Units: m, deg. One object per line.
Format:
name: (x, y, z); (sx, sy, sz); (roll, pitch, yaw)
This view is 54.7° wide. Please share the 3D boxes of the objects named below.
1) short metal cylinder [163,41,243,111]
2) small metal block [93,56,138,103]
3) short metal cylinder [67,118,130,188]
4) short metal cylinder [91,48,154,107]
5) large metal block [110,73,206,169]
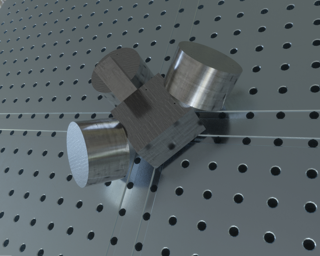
short metal cylinder: (0.050, -0.063, 0.371); (0.080, 0.081, 0.050); (51, 130, 39)
small metal block: (-0.053, -0.061, 0.389); (0.025, 0.050, 0.050); (-39, 7, 4)
short metal cylinder: (-0.078, 0.029, 0.384); (0.080, 0.050, 0.079); (18, 112, 55)
short metal cylinder: (-0.054, -0.072, 0.460); (0.080, 0.050, 0.080); (-13, 56, 21)
large metal block: (-0.003, -0.010, 0.392); (0.080, 0.050, 0.080); (-39, 51, 2)
